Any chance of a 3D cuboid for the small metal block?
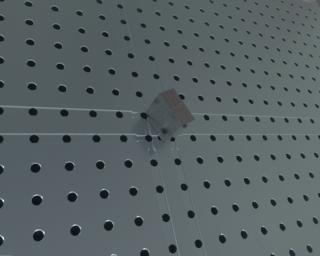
[{"bbox_3d":[0.011,-0.015,0.407,0.025,0.050,0.050,-25,76,-37],"label":"small metal block"}]
